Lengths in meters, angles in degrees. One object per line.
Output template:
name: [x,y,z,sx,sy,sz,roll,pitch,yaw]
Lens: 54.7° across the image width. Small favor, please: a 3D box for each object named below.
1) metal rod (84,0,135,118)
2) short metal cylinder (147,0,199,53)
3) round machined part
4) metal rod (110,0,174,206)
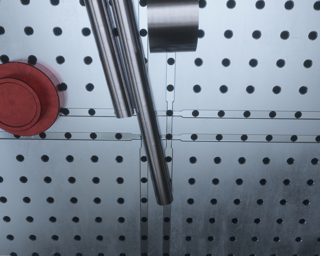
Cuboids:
metal rod: [-0.076,-0.154,0.355,0.025,0.025,0.298,-11,110,4]
short metal cylinder: [0.013,-0.123,0.339,0.050,0.080,0.079,-2,110,1]
round machined part: [-0.176,-0.034,0.390,0.099,0.042,0.097,0,110,0]
metal rod: [-0.021,-0.032,0.401,0.025,0.025,0.298,-10,110,4]
